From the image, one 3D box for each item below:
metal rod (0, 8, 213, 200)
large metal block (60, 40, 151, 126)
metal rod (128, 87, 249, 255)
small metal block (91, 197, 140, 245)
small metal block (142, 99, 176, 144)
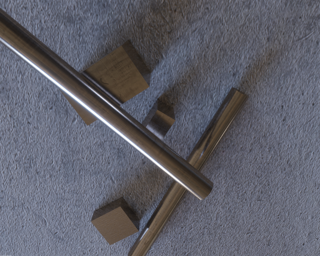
[{"bbox_3d":[-0.061,-0.022,0.315,0.300,0.025,0.025,40,105,-14],"label":"metal rod"},{"bbox_3d":[-0.059,-0.056,0.359,0.080,0.080,0.050,-31,108,10],"label":"large metal block"},{"bbox_3d":[0.032,0.078,0.438,0.025,0.025,0.298,27,108,-10],"label":"metal rod"},{"bbox_3d":[-0.065,0.138,0.460,0.050,0.025,0.050,-29,108,10],"label":"small metal block"},{"bbox_3d":[-0.006,-0.004,0.395,0.025,0.050,0.050,30,107,-11],"label":"small metal block"}]
